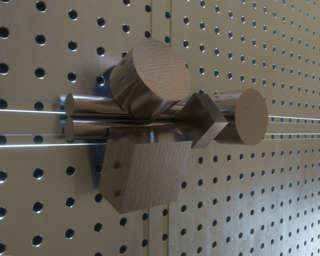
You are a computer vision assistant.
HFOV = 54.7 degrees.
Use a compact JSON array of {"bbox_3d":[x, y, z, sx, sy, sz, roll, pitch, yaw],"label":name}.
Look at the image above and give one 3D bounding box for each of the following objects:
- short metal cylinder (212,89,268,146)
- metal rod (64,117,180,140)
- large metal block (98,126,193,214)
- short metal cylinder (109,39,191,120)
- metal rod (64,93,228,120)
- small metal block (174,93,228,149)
[{"bbox_3d":[0.113,-0.015,0.451,0.081,0.050,0.079,0,90,-40],"label":"short metal cylinder"},{"bbox_3d":[0.020,0.002,0.422,0.302,0.025,0.025,1,90,-40],"label":"metal rod"},{"bbox_3d":[-0.017,0.044,0.356,0.081,0.050,0.079,-1,111,-40],"label":"large metal block"},{"bbox_3d":[-0.011,-0.056,0.361,0.080,0.050,0.080,21,54,-31],"label":"short metal cylinder"},{"bbox_3d":[0.020,-0.023,0.422,0.302,0.025,0.025,1,90,-40],"label":"metal rod"},{"bbox_3d":[0.051,-0.009,0.394,0.025,0.050,0.050,1,47,-40],"label":"small metal block"}]
